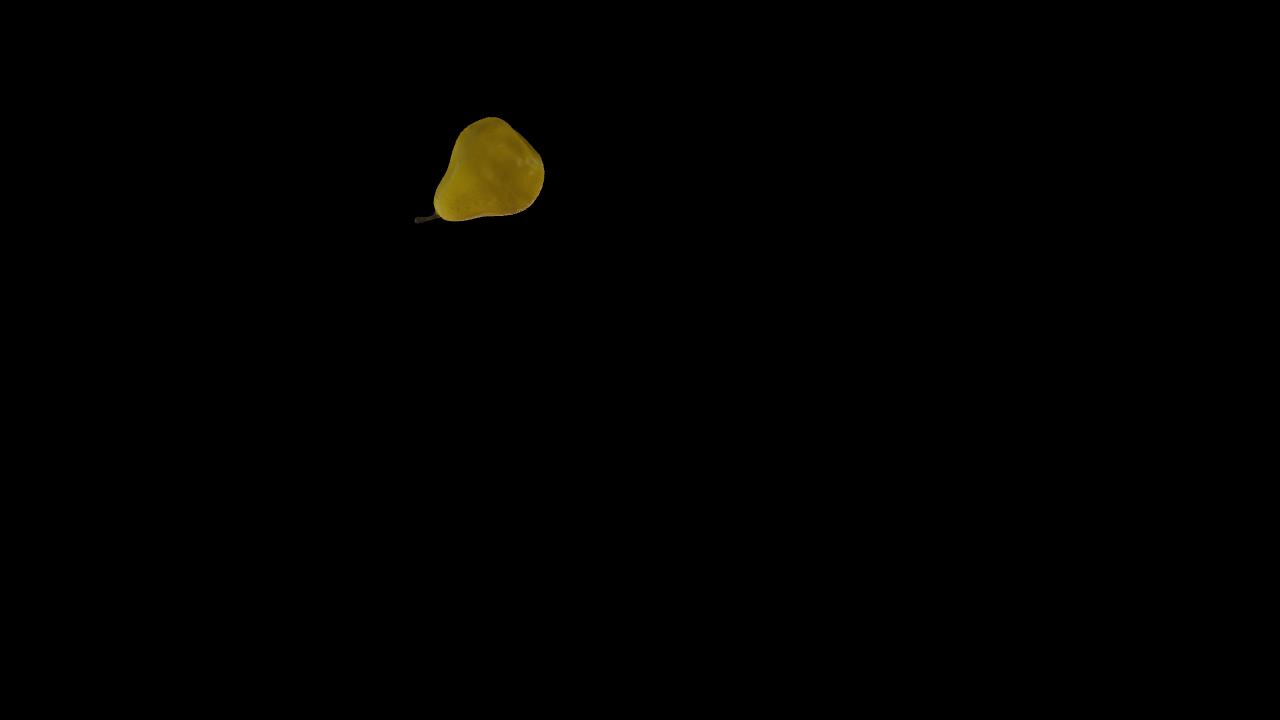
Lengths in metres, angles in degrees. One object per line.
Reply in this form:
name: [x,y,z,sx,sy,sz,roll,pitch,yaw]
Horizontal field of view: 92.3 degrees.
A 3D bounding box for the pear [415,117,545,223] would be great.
pear: [-0.134,-0.142,0.512,0.111,0.080,0.080,-42,-10,11]
